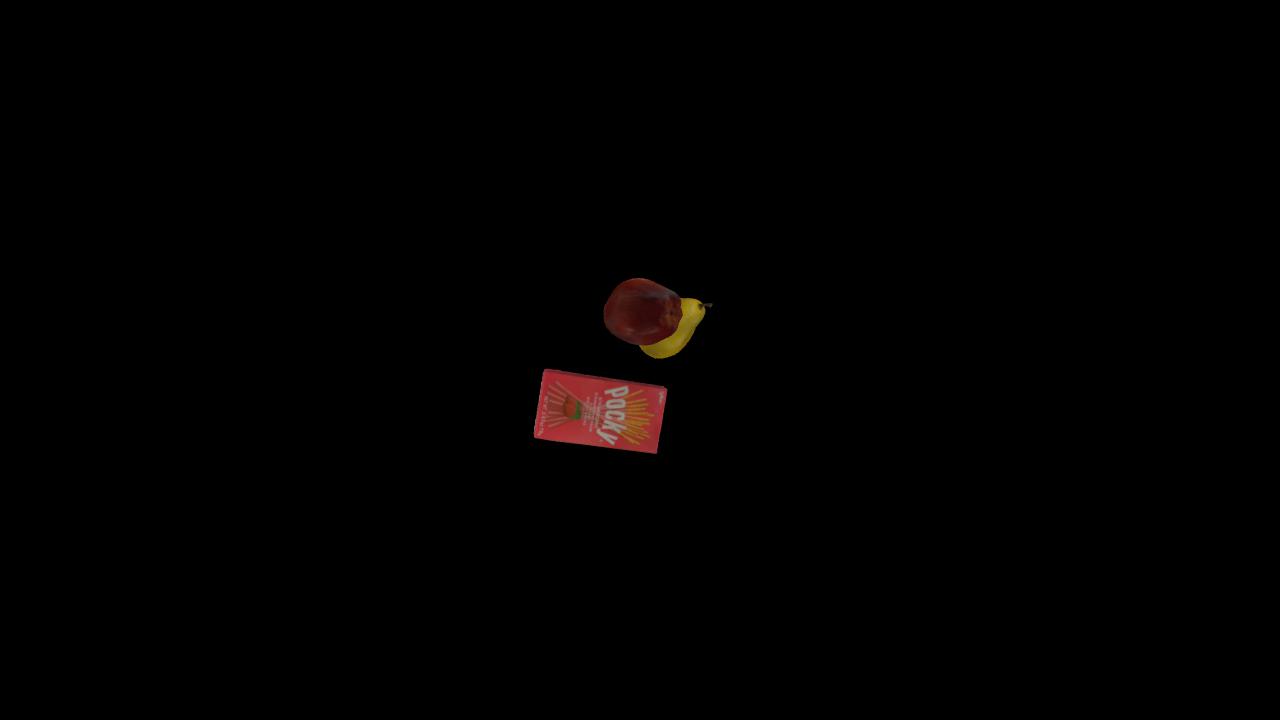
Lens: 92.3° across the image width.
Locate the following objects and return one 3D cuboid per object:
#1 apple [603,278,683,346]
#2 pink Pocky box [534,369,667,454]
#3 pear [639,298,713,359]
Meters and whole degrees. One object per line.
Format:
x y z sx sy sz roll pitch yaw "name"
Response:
0.002 -0.055 0.708 0.093 0.079 0.079 11 6 37 "apple"
-0.048 0.063 0.757 0.155 0.084 0.029 9 3 -10 "pink Pocky box"
0.044 -0.051 0.735 0.111 0.080 0.080 -33 -20 33 "pear"
